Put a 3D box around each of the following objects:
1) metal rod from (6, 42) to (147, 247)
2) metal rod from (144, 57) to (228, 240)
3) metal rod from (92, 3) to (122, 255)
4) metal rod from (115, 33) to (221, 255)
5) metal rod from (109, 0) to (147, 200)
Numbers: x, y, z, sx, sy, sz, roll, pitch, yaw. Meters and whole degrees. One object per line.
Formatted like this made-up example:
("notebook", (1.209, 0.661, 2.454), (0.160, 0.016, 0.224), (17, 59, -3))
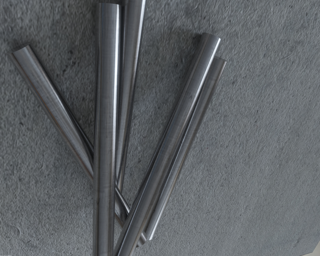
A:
("metal rod", (-0.081, 0.042, 0.366), (0.025, 0.025, 0.299), (-29, 122, -10))
("metal rod", (0.026, 0.042, 0.446), (0.025, 0.025, 0.298), (7, 115, -31))
("metal rod", (-0.060, 0.022, 0.342), (0.025, 0.025, 0.298), (-4, 106, -27))
("metal rod", (0.006, 0.028, 0.387), (0.025, 0.025, 0.298), (18, 96, -35))
("metal rod", (-0.046, -0.012, 0.374), (0.025, 0.025, 0.298), (-5, 121, -26))
